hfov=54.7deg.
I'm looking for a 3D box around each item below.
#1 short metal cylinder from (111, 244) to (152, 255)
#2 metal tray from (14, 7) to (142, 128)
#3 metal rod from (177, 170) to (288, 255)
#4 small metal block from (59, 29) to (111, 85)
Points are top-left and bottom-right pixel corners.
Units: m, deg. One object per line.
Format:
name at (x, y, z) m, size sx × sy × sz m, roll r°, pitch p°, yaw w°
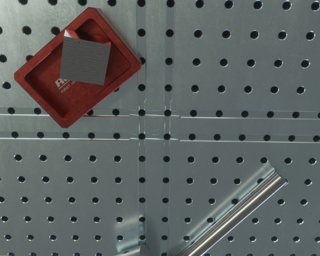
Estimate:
short metal cylinder at (-0.038, 0.224, 0.466) m, size 0.050 × 0.080 × 0.080 m, roll -20°, pitch 109°, yaw 7°
metal tray at (-0.099, -0.072, 0.382) m, size 0.130 × 0.030 × 0.090 m, roll -37°, pitch 107°, yaw 12°
metal rod at (0.073, 0.174, 0.478) m, size 0.025 × 0.025 × 0.299 m, roll 40°, pitch 105°, yaw -14°
small metal block at (-0.087, -0.081, 0.358) m, size 0.050 × 0.025 × 0.050 m, roll 7°, pitch 121°, yaw -17°
